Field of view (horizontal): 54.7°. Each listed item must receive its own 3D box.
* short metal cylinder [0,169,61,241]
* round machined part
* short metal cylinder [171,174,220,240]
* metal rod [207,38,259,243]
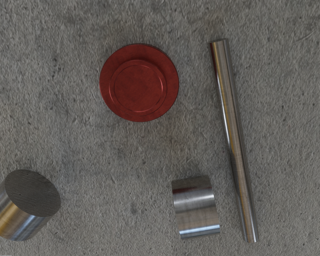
[{"bbox_3d":[-0.183,0.102,0.416,0.080,0.080,0.050,40,105,-14],"label":"short metal cylinder"},{"bbox_3d":[-0.026,-0.053,0.381,0.099,0.042,0.097,0,110,-1],"label":"round machined part"},{"bbox_3d":[0.048,0.107,0.421,0.050,0.080,0.079,-11,110,3],"label":"short metal cylinder"},{"bbox_3d":[0.104,0.031,0.422,0.025,0.025,0.298,-13,110,4],"label":"metal rod"}]
